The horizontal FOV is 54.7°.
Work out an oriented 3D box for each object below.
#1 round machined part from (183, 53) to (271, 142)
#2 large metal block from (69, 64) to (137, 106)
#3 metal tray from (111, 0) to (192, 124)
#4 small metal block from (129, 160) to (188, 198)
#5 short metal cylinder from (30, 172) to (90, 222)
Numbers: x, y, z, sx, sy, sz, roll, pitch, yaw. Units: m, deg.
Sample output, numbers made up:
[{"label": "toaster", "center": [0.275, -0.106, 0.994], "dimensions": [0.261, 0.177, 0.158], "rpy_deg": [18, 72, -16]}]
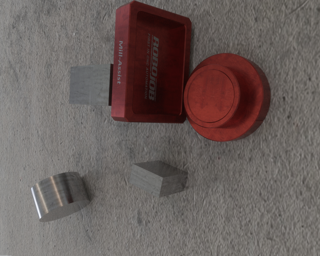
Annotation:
[{"label": "round machined part", "center": [0.065, -0.033, 0.340], "dimensions": [0.098, 0.042, 0.097], "rpy_deg": [0, 90, 40]}, {"label": "large metal block", "center": [-0.065, -0.055, 0.423], "dimensions": [0.080, 0.081, 0.050], "rpy_deg": [6, 94, 40]}, {"label": "metal tray", "center": [-0.008, -0.071, 0.366], "dimensions": [0.030, 0.091, 0.129], "rpy_deg": [6, 94, 51]}, {"label": "small metal block", "center": [-0.001, 0.062, 0.390], "dimensions": [0.050, 0.050, 0.025], "rpy_deg": [19, 102, 38]}, {"label": "short metal cylinder", "center": [-0.161, 0.112, 0.502], "dimensions": [0.080, 0.081, 0.050], "rpy_deg": [-39, 66, 33]}]
